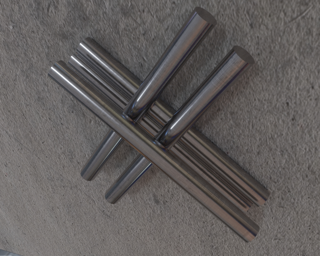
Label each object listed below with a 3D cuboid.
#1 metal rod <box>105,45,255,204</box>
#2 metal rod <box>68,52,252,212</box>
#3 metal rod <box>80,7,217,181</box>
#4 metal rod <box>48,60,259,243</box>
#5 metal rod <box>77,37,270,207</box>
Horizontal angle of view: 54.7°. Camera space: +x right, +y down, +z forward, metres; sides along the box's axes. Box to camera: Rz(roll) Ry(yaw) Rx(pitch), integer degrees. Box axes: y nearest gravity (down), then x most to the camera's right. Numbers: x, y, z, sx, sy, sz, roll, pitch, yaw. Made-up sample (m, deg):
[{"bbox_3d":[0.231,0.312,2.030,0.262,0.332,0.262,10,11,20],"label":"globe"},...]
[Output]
[{"bbox_3d":[0.003,0.019,0.385,0.025,0.025,0.298,41,129,0],"label":"metal rod"},{"bbox_3d":[0.002,0.005,0.409,0.300,0.025,0.025,41,129,-1],"label":"metal rod"},{"bbox_3d":[-0.034,-0.017,0.381,0.025,0.025,0.298,41,129,0],"label":"metal rod"},{"bbox_3d":[-0.007,0.027,0.363,0.300,0.025,0.025,40,129,0],"label":"metal rod"},{"bbox_3d":[0.017,-0.007,0.393,0.300,0.025,0.025,41,129,-1],"label":"metal rod"}]
